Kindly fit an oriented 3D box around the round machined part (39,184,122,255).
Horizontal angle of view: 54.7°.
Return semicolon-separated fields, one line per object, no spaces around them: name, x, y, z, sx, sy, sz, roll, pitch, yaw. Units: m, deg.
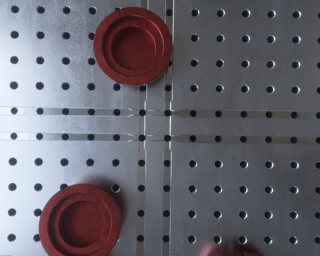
round machined part;-0.098;0.122;0.396;0.099;0.042;0.098;1;75;-3

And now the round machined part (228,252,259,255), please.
round machined part;0.109;0.211;0.407;0.099;0.042;0.097;0;90;-1

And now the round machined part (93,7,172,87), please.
round machined part;-0.034;-0.102;0.404;0.099;0.042;0.097;0;90;-1
